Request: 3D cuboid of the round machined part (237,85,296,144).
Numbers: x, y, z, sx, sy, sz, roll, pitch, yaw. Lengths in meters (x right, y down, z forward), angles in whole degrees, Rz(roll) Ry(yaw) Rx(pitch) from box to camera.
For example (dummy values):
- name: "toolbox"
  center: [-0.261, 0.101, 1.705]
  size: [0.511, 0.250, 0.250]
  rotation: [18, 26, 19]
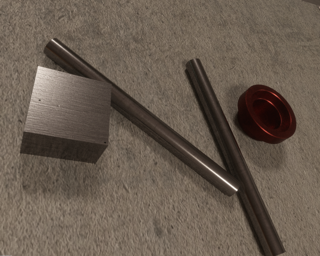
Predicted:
- name: "round machined part"
  center: [0.164, -0.018, 0.495]
  size: [0.099, 0.042, 0.098]
  rotation: [14, 56, -21]

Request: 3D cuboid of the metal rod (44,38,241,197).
- name: "metal rod"
  center: [-0.020, -0.012, 0.401]
  size: [0.301, 0.025, 0.025]
  rotation: [38, 51, -3]

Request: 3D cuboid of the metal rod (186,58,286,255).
- name: "metal rod"
  center: [0.099, 0.027, 0.442]
  size: [0.025, 0.025, 0.299]
  rotation: [-6, 65, -31]

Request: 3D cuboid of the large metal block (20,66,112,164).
- name: "large metal block"
  center: [-0.101, -0.012, 0.341]
  size: [0.081, 0.050, 0.080]
  rotation: [12, 57, -22]
